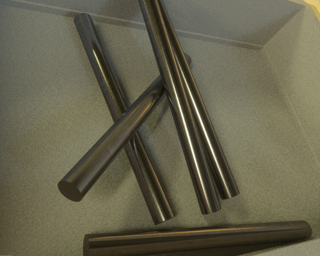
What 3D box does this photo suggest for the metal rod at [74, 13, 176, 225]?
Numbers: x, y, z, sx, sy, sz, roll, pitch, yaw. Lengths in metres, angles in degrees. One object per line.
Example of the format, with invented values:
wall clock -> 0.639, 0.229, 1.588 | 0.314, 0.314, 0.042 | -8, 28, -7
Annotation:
metal rod -> -0.052, -0.025, 0.394 | 0.025, 0.025, 0.299 | -12, 68, -33

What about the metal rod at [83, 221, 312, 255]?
metal rod -> 0.064, 0.128, 0.363 | 0.302, 0.025, 0.025 | 6, 59, -26

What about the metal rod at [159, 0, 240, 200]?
metal rod -> 0.040, -0.050, 0.422 | 0.025, 0.025, 0.299 | -16, 81, -35

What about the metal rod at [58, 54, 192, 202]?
metal rod -> -0.020, -0.026, 0.382 | 0.025, 0.025, 0.301 | 39, 42, -3

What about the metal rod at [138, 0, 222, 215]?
metal rod -> 0.022, -0.040, 0.398 | 0.025, 0.025, 0.299 | -12, 82, -33
